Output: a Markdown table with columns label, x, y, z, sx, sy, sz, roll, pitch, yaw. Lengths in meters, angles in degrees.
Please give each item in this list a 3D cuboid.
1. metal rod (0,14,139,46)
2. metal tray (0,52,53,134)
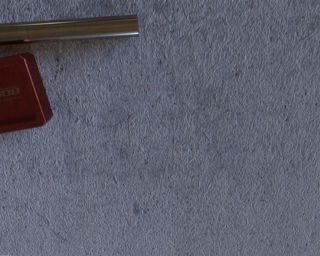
| label | x | y | z | sx | sy | sz | roll | pitch | yaw |
| --- | --- | --- | --- | --- | --- | --- | --- | --- | --- |
| metal rod | -0.176 | -0.111 | 0.366 | 0.302 | 0.025 | 0.025 | -4 | 110 | 1 |
| metal tray | -0.214 | -0.038 | 0.390 | 0.131 | 0.030 | 0.089 | -10 | 110 | 3 |
